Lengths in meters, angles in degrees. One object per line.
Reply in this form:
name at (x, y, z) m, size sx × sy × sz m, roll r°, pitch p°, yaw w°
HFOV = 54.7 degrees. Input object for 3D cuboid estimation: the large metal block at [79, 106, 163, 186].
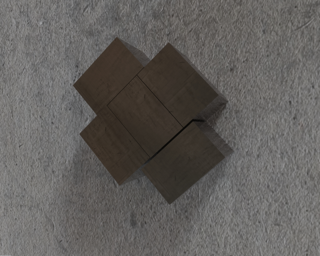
large metal block at (-0.040, 0.020, 0.395) m, size 0.050 × 0.080 × 0.080 m, roll -44°, pitch 77°, yaw 15°

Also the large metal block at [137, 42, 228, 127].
large metal block at (0.031, -0.047, 0.370) m, size 0.050 × 0.080 × 0.080 m, roll -44°, pitch 77°, yaw 15°

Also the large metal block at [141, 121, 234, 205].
large metal block at (0.036, 0.038, 0.368) m, size 0.080 × 0.080 × 0.050 m, roll -44°, pitch 77°, yaw 14°

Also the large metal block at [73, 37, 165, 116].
large metal block at (-0.048, -0.060, 0.397) m, size 0.080 × 0.080 × 0.050 m, roll -44°, pitch 77°, yaw 14°

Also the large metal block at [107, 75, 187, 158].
large metal block at (-0.005, -0.013, 0.382) m, size 0.050 × 0.080 × 0.080 m, roll -44°, pitch 77°, yaw 15°
